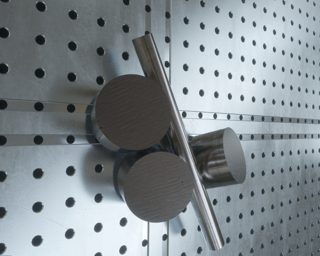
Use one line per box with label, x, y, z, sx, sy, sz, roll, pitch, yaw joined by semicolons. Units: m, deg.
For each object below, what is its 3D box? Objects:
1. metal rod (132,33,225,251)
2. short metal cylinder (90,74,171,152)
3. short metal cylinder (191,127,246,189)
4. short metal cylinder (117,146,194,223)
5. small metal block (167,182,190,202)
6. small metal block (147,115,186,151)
metal rod;0.029;0.029;0.396;0.025;0.025;0.298;-32;110;-35
short metal cylinder;-0.034;-0.014;0.342;0.081;0.050;0.080;3;81;-19
short metal cylinder;0.084;0.044;0.442;0.080;0.050;0.080;33;49;-48
short metal cylinder;-0.008;0.064;0.365;0.081;0.050;0.079;-1;94;-17
small metal block;0.029;0.073;0.429;0.050;0.025;0.050;-48;119;-29
small metal block;0.000;-0.004;0.405;0.050;0.025;0.050;-51;120;-28
